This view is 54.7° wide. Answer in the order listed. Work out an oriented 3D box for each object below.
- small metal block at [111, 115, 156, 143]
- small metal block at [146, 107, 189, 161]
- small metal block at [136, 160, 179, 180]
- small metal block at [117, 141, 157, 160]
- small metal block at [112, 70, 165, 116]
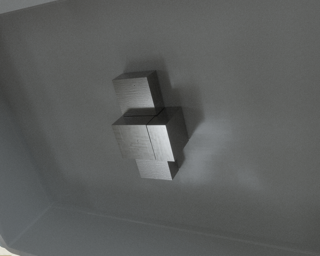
[{"bbox_3d":[-0.026,-0.005,0.401,0.050,0.050,0.025,0,118,28],"label":"small metal block"},{"bbox_3d":[0.011,0.007,0.388,0.025,0.050,0.050,0,118,28],"label":"small metal block"},{"bbox_3d":[-0.006,0.044,0.437,0.050,0.025,0.050,0,119,28],"label":"small metal block"},{"bbox_3d":[-0.020,0.017,0.411,0.050,0.050,0.025,0,118,28],"label":"small metal block"},{"bbox_3d":[-0.027,-0.044,0.394,0.050,0.025,0.050,0,119,28],"label":"small metal block"}]
